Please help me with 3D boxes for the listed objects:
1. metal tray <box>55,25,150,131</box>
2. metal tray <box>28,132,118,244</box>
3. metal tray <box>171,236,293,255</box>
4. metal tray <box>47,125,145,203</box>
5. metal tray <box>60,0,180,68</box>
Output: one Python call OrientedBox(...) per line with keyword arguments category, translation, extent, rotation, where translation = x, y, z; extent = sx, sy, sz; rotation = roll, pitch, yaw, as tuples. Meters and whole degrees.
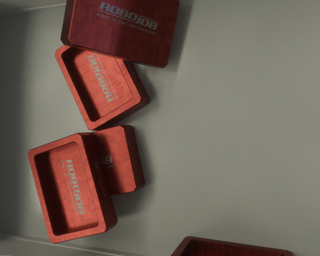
OrientedBox(category="metal tray", translation=(-0.083, -0.072, 0.435), extent=(0.090, 0.030, 0.130), rotation=(-29, 81, 17))
OrientedBox(category="metal tray", translation=(-0.118, 0.079, 0.415), extent=(0.090, 0.030, 0.129), rotation=(-19, 84, 18))
OrientedBox(category="metal tray", translation=(0.080, 0.159, 0.347), extent=(0.130, 0.090, 0.030), rotation=(2, 91, 19))
OrientedBox(category="metal tray", translation=(-0.094, 0.053, 0.440), extent=(0.130, 0.030, 0.090), rotation=(-14, 86, 19))
OrientedBox(category="metal tray", translation=(-0.044, -0.129, 0.371), extent=(0.030, 0.131, 0.089), rotation=(20, 101, 54))
